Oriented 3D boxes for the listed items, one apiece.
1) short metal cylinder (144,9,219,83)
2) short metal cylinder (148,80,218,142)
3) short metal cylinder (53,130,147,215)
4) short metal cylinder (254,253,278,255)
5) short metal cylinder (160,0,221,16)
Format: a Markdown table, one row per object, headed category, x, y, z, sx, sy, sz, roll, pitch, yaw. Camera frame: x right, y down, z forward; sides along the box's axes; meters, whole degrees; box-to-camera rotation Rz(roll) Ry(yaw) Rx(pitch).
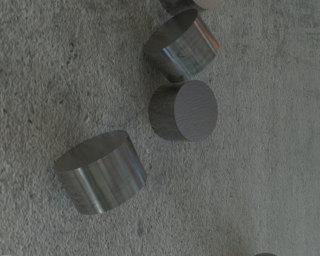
| category | x | y | z | sx | sy | sz | roll | pitch | yaw |
| --- | --- | --- | --- | --- | --- | --- | --- | --- | --- |
| short metal cylinder | 0.027 | -0.103 | 0.391 | 0.050 | 0.080 | 0.080 | 47 | 62 | -30 |
| short metal cylinder | 0.032 | -0.022 | 0.415 | 0.081 | 0.050 | 0.080 | 0 | 90 | -40 |
| short metal cylinder | -0.060 | 0.043 | 0.319 | 0.081 | 0.080 | 0.050 | -35 | 112 | -34 |
| short metal cylinder | 0.184 | 0.262 | 0.523 | 0.080 | 0.080 | 0.050 | -45 | 118 | -30 |
| short metal cylinder | 0.041 | -0.196 | 0.422 | 0.081 | 0.050 | 0.080 | 0 | 90 | -40 |
